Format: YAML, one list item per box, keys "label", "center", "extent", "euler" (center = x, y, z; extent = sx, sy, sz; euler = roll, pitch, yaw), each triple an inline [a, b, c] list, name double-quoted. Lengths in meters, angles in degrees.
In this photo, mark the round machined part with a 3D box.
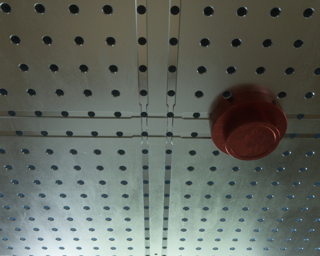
- label: "round machined part"
  center: [0.116, 0.005, 0.405]
  extent: [0.099, 0.042, 0.097]
  euler: [0, 130, 0]
